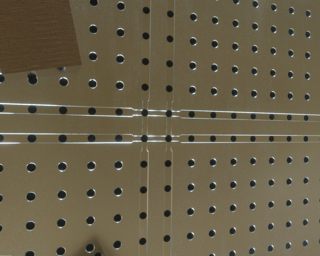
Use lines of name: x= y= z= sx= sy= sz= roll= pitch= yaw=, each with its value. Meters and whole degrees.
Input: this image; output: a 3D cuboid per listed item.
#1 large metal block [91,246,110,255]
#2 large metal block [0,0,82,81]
large metal block: x=-0.072 y=0.208 z=0.373 sx=0.080 sy=0.050 sz=0.080 roll=-42 pitch=103 yaw=-15
large metal block: x=-0.139 y=-0.101 z=0.348 sx=0.081 sy=0.050 sz=0.080 roll=-12 pitch=94 yaw=-20
